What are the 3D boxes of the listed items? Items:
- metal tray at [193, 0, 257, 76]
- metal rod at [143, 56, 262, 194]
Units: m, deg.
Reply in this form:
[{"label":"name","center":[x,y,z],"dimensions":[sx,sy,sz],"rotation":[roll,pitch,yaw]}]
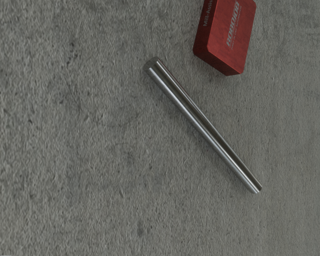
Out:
[{"label":"metal tray","center":[0.105,-0.159,0.489],"dimensions":[0.090,0.030,0.130],"rotation":[23,76,-38]},{"label":"metal rod","center":[0.078,0.011,0.469],"dimensions":[0.300,0.025,0.025],"rotation":[46,63,-30]}]
